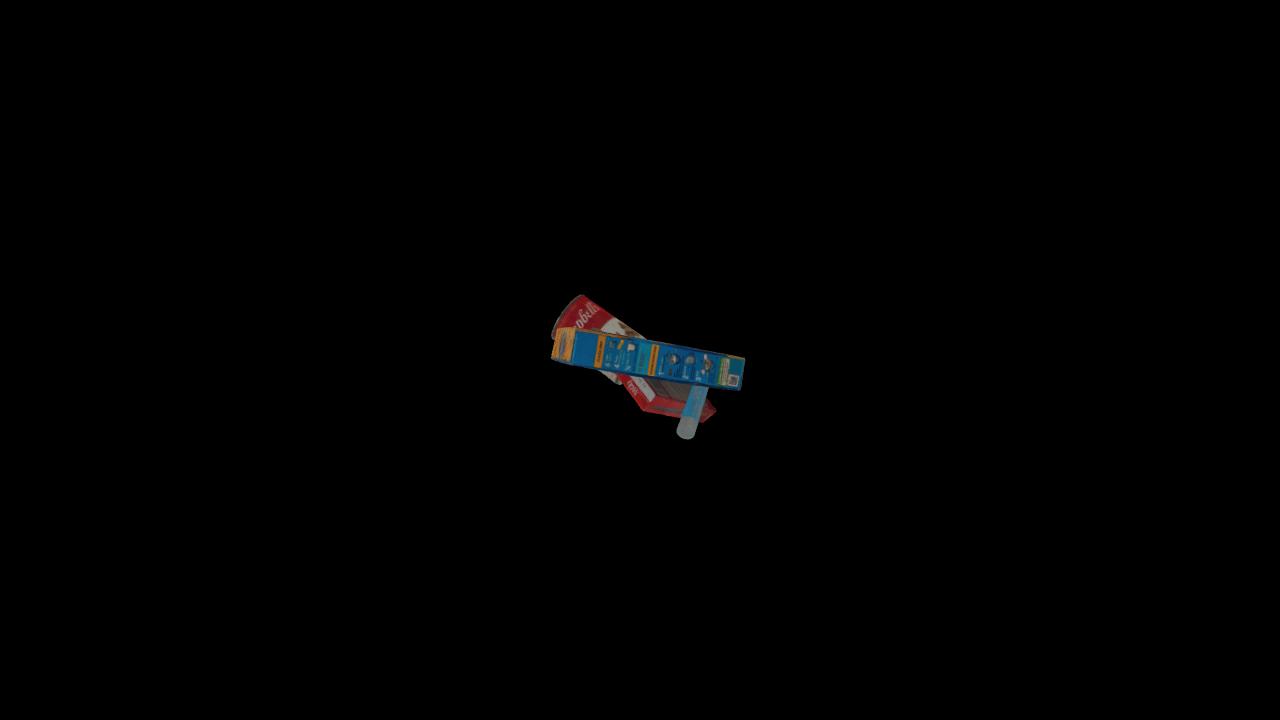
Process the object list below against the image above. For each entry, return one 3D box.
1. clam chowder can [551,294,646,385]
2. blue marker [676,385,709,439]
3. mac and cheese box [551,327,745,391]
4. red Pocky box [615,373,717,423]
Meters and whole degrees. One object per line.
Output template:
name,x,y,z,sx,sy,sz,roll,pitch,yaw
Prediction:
clam chowder can,-0.048,-0.024,0.751,0.102,0.068,0.068,35,6,8
blue marker,0.062,0.037,0.657,0.020,0.020,0.121,0,36,20
mac and cheese box,0.007,-0.001,0.649,0.184,0.041,0.093,10,1,-20
red Pocky box,0.029,0.032,0.737,0.083,0.028,0.155,52,18,29
